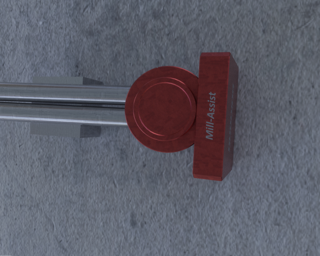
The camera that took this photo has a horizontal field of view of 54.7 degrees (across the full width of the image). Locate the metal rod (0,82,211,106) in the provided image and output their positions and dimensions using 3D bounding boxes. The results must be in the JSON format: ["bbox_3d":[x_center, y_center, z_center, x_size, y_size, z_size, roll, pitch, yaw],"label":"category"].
[{"bbox_3d":[-0.081,-0.042,0.389,0.302,0.025,0.025,3,91,7],"label":"metal rod"}]

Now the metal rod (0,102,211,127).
[{"bbox_3d":[-0.082,-0.015,0.390,0.302,0.025,0.025,3,91,7],"label":"metal rod"}]

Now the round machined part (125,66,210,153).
[{"bbox_3d":[0.008,-0.021,0.346,0.098,0.042,0.097,0,92,9],"label":"round machined part"}]

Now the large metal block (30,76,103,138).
[{"bbox_3d":[-0.131,-0.029,0.438,0.080,0.050,0.079,4,91,19],"label":"large metal block"}]

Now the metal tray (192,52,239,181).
[{"bbox_3d":[0.066,-0.012,0.351,0.030,0.090,0.129,4,91,20],"label":"metal tray"}]
